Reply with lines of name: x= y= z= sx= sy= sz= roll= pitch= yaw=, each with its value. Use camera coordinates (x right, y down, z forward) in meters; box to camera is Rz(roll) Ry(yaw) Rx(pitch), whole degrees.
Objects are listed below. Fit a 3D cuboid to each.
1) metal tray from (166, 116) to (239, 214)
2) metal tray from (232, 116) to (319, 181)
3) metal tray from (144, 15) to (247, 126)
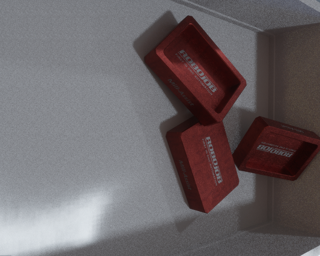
metal tray: x=0.067 y=0.048 z=0.463 sx=0.091 sy=0.030 sz=0.129 roll=-30 pitch=109 yaw=-36
metal tray: x=0.196 y=0.038 z=0.518 sx=0.131 sy=0.030 sz=0.089 roll=13 pitch=118 yaw=-23
metal tray: x=0.053 y=-0.078 z=0.427 sx=0.130 sy=0.030 sz=0.090 roll=46 pitch=61 yaw=-13
